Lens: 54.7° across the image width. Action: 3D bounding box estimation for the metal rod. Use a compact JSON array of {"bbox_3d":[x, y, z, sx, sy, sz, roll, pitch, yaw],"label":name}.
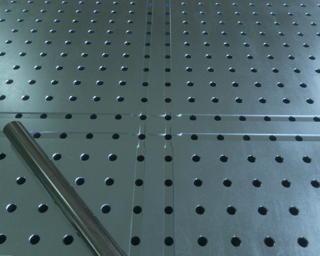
[{"bbox_3d":[-0.092,0.087,0.332,0.025,0.025,0.300,-34,58,-25],"label":"metal rod"}]
